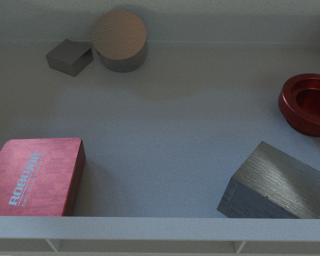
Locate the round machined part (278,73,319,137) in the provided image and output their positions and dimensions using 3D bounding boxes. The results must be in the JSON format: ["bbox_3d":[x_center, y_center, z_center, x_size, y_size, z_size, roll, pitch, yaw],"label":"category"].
[{"bbox_3d":[0.210,-0.026,0.419,0.099,0.042,0.098,0,50,0],"label":"round machined part"}]

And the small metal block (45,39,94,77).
[{"bbox_3d":[-0.144,-0.113,0.499,0.050,0.025,0.050,22,53,17],"label":"small metal block"}]

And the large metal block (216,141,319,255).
[{"bbox_3d":[0.119,0.069,0.319,0.080,0.050,0.081,31,40,23],"label":"large metal block"}]

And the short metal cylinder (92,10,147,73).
[{"bbox_3d":[-0.060,-0.132,0.479,0.081,0.050,0.080,0,78,0],"label":"short metal cylinder"}]

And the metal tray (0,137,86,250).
[{"bbox_3d":[-0.135,0.062,0.328,0.091,0.030,0.130,-2,36,-2],"label":"metal tray"}]
